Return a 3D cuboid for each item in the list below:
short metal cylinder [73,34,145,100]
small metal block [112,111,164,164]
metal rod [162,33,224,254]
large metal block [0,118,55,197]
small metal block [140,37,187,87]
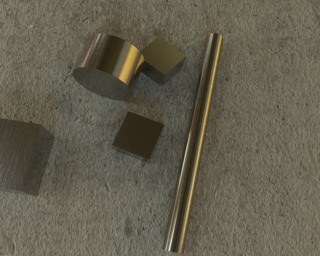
[{"bbox_3d":[-0.066,-0.078,0.407,0.080,0.080,0.050,16,71,5],"label":"short metal cylinder"},{"bbox_3d":[-0.027,0.013,0.403,0.050,0.025,0.050,21,71,7],"label":"small metal block"},{"bbox_3d":[0.048,0.005,0.406,0.025,0.025,0.299,12,70,4],"label":"metal rod"},{"bbox_3d":[-0.187,0.035,0.380,0.080,0.050,0.080,9,70,3],"label":"large metal block"},{"bbox_3d":[0.000,-0.094,0.436,0.050,0.025,0.050,37,59,12],"label":"small metal block"}]
